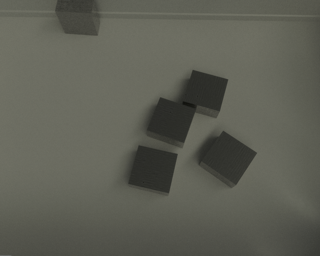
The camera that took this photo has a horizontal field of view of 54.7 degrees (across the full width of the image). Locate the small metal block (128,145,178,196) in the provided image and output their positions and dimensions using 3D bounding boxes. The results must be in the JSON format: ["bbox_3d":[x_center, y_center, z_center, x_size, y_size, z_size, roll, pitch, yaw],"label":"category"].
[{"bbox_3d":[-0.008,0.054,0.390,0.050,0.025,0.050,12,70,4],"label":"small metal block"}]

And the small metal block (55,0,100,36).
[{"bbox_3d":[-0.119,-0.163,0.454,0.050,0.050,0.025,4,70,1],"label":"small metal block"}]

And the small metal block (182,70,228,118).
[{"bbox_3d":[0.062,-0.047,0.428,0.050,0.025,0.050,16,71,5],"label":"small metal block"}]

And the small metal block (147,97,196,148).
[{"bbox_3d":[0.015,-0.007,0.412,0.050,0.025,0.050,19,71,6],"label":"small metal block"}]

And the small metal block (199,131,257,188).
[{"bbox_3d":[0.086,0.040,0.396,0.050,0.025,0.050,35,73,11],"label":"small metal block"}]
